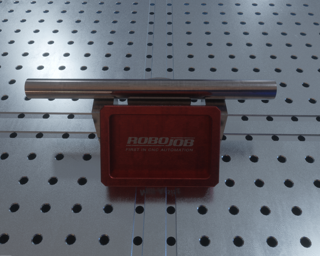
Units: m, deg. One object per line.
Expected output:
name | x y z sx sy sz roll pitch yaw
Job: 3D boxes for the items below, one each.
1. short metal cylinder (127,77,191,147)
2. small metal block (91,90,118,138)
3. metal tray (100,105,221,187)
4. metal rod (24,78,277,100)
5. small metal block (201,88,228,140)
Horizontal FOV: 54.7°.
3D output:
short metal cylinder | -0.001 -0.022 0.409 0.080 0.050 0.080 0 50 0
small metal block | -0.070 -0.022 0.409 0.025 0.050 0.050 -1 50 0
metal tray | 0.000 0.019 0.352 0.131 0.089 0.030 0 7 0
metal rod | -0.011 -0.048 0.382 0.302 0.025 0.025 0 50 0
small metal block | 0.069 -0.019 0.408 0.025 0.050 0.050 -1 50 0
